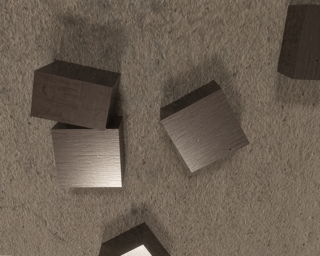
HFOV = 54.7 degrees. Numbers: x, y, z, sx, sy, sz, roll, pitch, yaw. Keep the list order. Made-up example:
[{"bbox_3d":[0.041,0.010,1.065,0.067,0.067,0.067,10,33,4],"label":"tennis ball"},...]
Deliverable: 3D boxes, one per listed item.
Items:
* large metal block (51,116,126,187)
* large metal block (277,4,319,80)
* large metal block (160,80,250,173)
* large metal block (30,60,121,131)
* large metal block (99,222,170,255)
[{"bbox_3d":[-0.090,0.030,0.406,0.081,0.050,0.079,0,110,-1],"label":"large metal block"},{"bbox_3d":[0.193,-0.100,0.362,0.081,0.050,0.079,2,110,-1],"label":"large metal block"},{"bbox_3d":[0.055,-0.003,0.396,0.080,0.050,0.080,-28,108,9],"label":"large metal block"},{"bbox_3d":[-0.094,-0.041,0.364,0.081,0.080,0.050,12,110,-5],"label":"large metal block"},{"bbox_3d":[-0.037,0.204,0.471,0.080,0.050,0.080,-30,108,10],"label":"large metal block"}]
